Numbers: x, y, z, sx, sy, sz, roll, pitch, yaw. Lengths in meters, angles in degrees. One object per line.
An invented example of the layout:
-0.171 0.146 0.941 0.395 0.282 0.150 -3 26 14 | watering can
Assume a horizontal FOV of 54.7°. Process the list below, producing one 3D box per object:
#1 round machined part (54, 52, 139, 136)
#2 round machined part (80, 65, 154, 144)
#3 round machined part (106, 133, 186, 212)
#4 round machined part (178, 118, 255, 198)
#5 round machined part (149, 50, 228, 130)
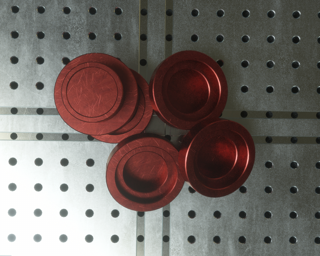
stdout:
-0.075 -0.040 0.361 0.099 0.042 0.097 0 90 -1 | round machined part
-0.057 -0.030 0.403 0.099 0.042 0.097 0 90 -1 | round machined part
-0.020 0.053 0.396 0.099 0.042 0.097 -3 105 -10 | round machined part
0.068 0.035 0.394 0.099 0.042 0.097 -4 102 -21 | round machined part
0.033 -0.046 0.396 0.099 0.042 0.097 0 91 -17 | round machined part
